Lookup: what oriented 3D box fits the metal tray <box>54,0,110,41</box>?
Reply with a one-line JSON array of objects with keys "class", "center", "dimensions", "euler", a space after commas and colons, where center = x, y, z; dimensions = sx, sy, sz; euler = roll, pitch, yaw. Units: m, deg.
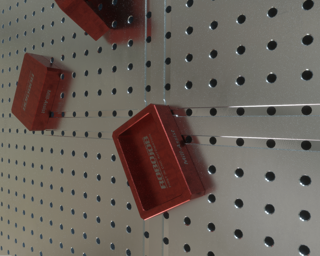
[{"class": "metal tray", "center": [-0.138, -0.203, 0.474], "dimensions": [0.030, 0.090, 0.130], "euler": [-39, 64, 8]}]

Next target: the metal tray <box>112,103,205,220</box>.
[{"class": "metal tray", "center": [-0.007, 0.044, 0.409], "dimensions": [0.090, 0.030, 0.130], "euler": [-34, 69, 34]}]

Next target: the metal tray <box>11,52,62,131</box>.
[{"class": "metal tray", "center": [-0.243, -0.070, 0.603], "dimensions": [0.090, 0.030, 0.129], "euler": [34, 111, 34]}]
